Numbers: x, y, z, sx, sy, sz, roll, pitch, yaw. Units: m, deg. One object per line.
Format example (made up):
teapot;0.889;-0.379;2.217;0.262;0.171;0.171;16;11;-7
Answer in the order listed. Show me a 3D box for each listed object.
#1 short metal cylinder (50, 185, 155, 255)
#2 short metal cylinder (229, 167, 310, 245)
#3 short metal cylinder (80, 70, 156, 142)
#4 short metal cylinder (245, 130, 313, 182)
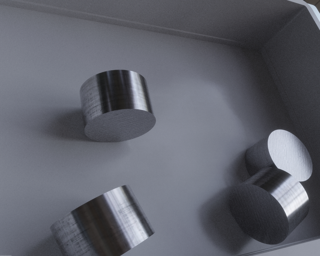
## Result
short metal cylinder;-0.052;0.095;0.286;0.081;0.080;0.050;-21;73;-36
short metal cylinder;0.135;0.096;0.387;0.050;0.080;0.080;-23;75;-37
short metal cylinder;-0.049;-0.023;0.359;0.081;0.080;0.050;1;62;-28
short metal cylinder;0.174;0.049;0.456;0.081;0.050;0.080;14;56;-21
